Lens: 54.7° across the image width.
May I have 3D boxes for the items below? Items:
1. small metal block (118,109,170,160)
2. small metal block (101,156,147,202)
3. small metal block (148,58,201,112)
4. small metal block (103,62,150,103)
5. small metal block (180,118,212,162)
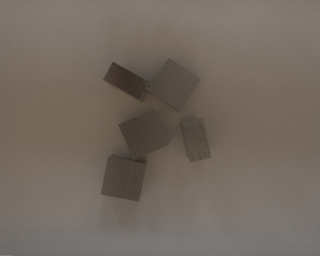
[{"bbox_3d":[-0.021,0.008,0.411,0.050,0.025,0.050,-23,90,0],"label":"small metal block"},{"bbox_3d":[-0.047,0.066,0.411,0.050,0.025,0.050,11,90,0],"label":"small metal block"},{"bbox_3d":[0.018,-0.056,0.411,0.050,0.025,0.050,34,90,0],"label":"small metal block"},{"bbox_3d":[-0.041,-0.057,0.398,0.050,0.050,0.025,29,90,0],"label":"small metal block"},{"bbox_3d":[0.044,0.014,0.399,0.025,0.050,0.050,-13,90,0],"label":"small metal block"}]
